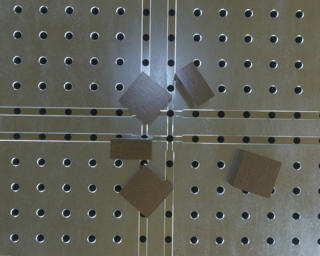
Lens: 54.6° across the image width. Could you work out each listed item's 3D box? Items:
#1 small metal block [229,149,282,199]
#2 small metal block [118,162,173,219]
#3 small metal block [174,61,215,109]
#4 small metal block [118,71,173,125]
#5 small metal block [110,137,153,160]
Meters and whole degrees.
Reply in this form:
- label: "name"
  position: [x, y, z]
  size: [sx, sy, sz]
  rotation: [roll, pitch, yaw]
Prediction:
- label: "small metal block"
  position: [0.127, 0.061, 0.414]
  size: [0.050, 0.025, 0.050]
  rotation: [18, 90, 0]
- label: "small metal block"
  position: [-0.018, 0.082, 0.413]
  size: [0.050, 0.025, 0.050]
  rotation: [42, 90, 0]
- label: "small metal block"
  position: [0.043, -0.053, 0.401]
  size: [0.025, 0.050, 0.050]
  rotation: [-34, 90, 0]
- label: "small metal block"
  position: [-0.019, -0.039, 0.413]
  size: [0.050, 0.025, 0.050]
  rotation: [40, 90, 0]
- label: "small metal block"
  position: [-0.035, 0.026, 0.401]
  size: [0.050, 0.050, 0.025]
  rotation: [1, 90, 0]
